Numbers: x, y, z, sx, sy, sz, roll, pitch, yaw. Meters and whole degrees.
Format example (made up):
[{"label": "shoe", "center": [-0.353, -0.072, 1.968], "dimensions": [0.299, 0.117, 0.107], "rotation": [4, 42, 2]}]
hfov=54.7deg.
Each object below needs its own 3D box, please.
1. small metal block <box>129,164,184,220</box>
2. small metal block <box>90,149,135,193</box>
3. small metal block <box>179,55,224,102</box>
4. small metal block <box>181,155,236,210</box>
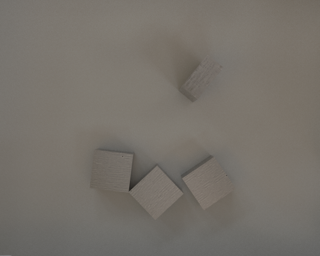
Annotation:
[{"label": "small metal block", "center": [-0.005, 0.084, 0.411], "dimensions": [0.050, 0.025, 0.050], "rotation": [-43, 91, -1]}, {"label": "small metal block", "center": [-0.062, 0.056, 0.411], "dimensions": [0.050, 0.025, 0.050], "rotation": [7, 90, -1]}, {"label": "small metal block", "center": [0.052, -0.062, 0.400], "dimensions": [0.025, 0.050, 0.050], "rotation": [39, 90, 0]}, {"label": "small metal block", "center": [0.063, 0.072, 0.412], "dimensions": [0.050, 0.025, 0.050], "rotation": [-34, 90, 0]}]
